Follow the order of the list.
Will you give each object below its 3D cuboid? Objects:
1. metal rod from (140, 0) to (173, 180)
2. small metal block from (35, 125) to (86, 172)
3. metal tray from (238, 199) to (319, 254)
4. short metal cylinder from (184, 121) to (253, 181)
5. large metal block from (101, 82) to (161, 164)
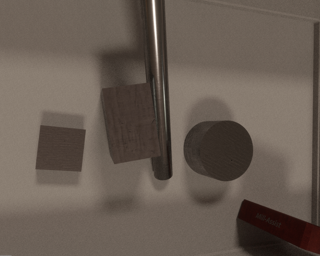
[{"bbox_3d":[-0.004,-0.067,0.343,0.025,0.025,0.298,-15,121,-20],"label":"metal rod"},{"bbox_3d":[-0.118,0.024,0.368,0.050,0.025,0.050,6,88,-20],"label":"small metal block"},{"bbox_3d":[0.182,0.138,0.424,0.091,0.130,0.030,22,83,-19],"label":"metal tray"},{"bbox_3d":[0.080,0.030,0.428,0.081,0.050,0.079,0,90,-21],"label":"short metal cylinder"},{"bbox_3d":[-0.038,-0.007,0.365,0.050,0.080,0.079,-9,94,-12],"label":"large metal block"}]
